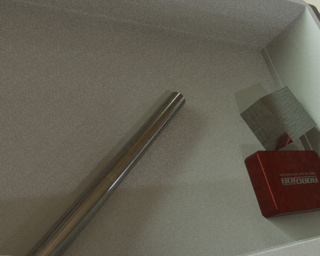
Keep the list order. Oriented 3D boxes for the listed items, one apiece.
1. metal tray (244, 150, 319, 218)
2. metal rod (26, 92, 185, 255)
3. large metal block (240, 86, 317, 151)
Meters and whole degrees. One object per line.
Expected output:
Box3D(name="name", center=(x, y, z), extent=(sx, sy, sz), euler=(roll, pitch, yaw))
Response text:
Box3D(name="metal tray", center=(0.197, 0.080, 0.462), extent=(0.131, 0.030, 0.090), euler=(2, 61, -28))
Box3D(name="metal rod", center=(-0.049, 0.048, 0.350), extent=(0.025, 0.025, 0.301), euler=(41, 51, -1))
Box3D(name="large metal block", center=(0.193, -0.014, 0.505), extent=(0.081, 0.050, 0.080), euler=(-23, 75, -37))
